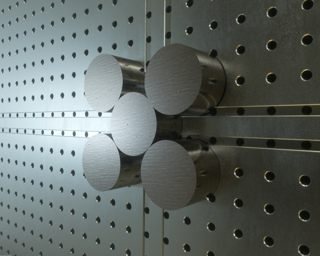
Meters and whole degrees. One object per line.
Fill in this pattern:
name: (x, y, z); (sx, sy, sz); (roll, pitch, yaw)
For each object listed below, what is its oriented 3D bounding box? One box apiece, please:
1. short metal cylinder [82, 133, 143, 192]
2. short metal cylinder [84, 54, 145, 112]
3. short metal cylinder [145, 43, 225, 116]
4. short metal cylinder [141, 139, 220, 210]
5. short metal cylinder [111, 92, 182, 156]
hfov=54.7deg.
short metal cylinder: (-0.066, 0.047, 0.444); (0.080, 0.050, 0.079); (0, 90, 39)
short metal cylinder: (-0.063, -0.061, 0.442); (0.080, 0.050, 0.079); (0, 90, 39)
short metal cylinder: (0.029, -0.054, 0.365); (0.080, 0.050, 0.079); (0, 90, 39)
short metal cylinder: (0.024, 0.053, 0.371); (0.080, 0.050, 0.079); (0, 90, 39)
short metal cylinder: (-0.019, -0.005, 0.406); (0.080, 0.050, 0.079); (0, 90, 39)
